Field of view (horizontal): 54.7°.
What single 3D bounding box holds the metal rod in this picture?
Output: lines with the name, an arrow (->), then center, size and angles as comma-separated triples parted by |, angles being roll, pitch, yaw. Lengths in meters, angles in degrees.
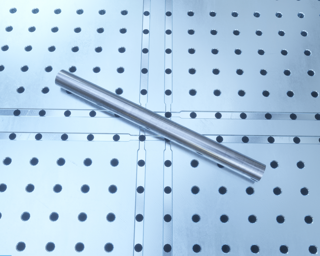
metal rod -> -0.006, -0.007, 0.414 | 0.301, 0.025, 0.025 | 26, 72, 8
